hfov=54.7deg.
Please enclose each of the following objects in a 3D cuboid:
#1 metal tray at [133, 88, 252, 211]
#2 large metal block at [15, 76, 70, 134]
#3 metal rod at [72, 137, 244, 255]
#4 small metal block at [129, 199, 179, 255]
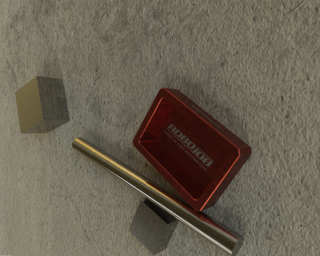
[{"bbox_3d":[0.032,0.022,0.373,0.130,0.030,0.089,43,116,31],"label":"metal tray"},{"bbox_3d":[-0.215,-0.039,0.562,0.080,0.050,0.080,-21,77,37],"label":"large metal block"},{"bbox_3d":[-0.025,0.077,0.423,0.300,0.025,0.025,25,106,37],"label":"metal rod"},{"bbox_3d":[-0.009,0.129,0.410,0.050,0.025,0.050,34,111,34],"label":"small metal block"}]
